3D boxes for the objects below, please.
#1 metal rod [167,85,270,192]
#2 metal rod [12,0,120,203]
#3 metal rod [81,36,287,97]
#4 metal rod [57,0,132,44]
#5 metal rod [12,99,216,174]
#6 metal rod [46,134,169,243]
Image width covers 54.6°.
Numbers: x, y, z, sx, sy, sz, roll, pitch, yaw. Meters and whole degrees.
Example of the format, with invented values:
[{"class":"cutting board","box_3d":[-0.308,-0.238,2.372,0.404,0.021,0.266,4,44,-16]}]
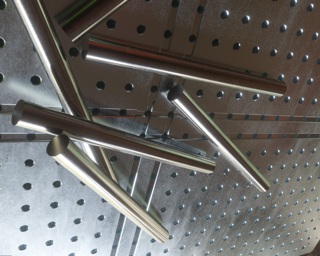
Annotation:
[{"class":"metal rod","box_3d":[0.107,0.032,0.488,0.025,0.025,0.301,-46,129,4]},{"class":"metal rod","box_3d":[-0.093,-0.018,0.348,0.025,0.025,0.299,-25,127,-13]},{"class":"metal rod","box_3d":[0.053,-0.071,0.395,0.302,0.025,0.025,5,116,-31]},{"class":"metal rod","box_3d":[0.026,-0.186,0.309,0.300,0.025,0.025,-38,129,-2]},{"class":"metal rod","box_3d":[-0.027,0.023,0.387,0.302,0.025,0.025,20,108,-43]},{"class":"metal rod","box_3d":[-0.047,0.100,0.413,0.025,0.025,0.300,-36,139,-4]}]
